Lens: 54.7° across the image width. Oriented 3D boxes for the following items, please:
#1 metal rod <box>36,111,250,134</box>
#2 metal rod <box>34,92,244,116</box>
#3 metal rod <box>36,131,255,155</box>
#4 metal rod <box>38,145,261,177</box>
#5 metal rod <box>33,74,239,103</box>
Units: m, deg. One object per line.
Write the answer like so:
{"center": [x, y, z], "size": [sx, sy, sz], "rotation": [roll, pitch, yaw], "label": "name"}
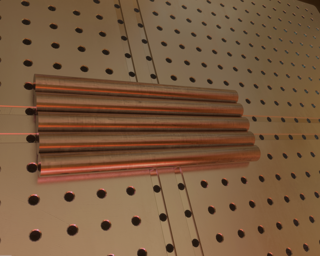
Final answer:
{"center": [-0.002, -0.005, 0.411], "size": [0.303, 0.025, 0.025], "rotation": [0, 62, -28], "label": "metal rod"}
{"center": [-0.008, -0.028, 0.422], "size": [0.303, 0.025, 0.025], "rotation": [0, 62, -28], "label": "metal rod"}
{"center": [0.003, 0.017, 0.401], "size": [0.303, 0.025, 0.025], "rotation": [0, 62, -28], "label": "metal rod"}
{"center": [0.009, 0.038, 0.391], "size": [0.303, 0.025, 0.025], "rotation": [0, 62, -29], "label": "metal rod"}
{"center": [-0.014, -0.050, 0.433], "size": [0.303, 0.025, 0.025], "rotation": [0, 62, -28], "label": "metal rod"}
